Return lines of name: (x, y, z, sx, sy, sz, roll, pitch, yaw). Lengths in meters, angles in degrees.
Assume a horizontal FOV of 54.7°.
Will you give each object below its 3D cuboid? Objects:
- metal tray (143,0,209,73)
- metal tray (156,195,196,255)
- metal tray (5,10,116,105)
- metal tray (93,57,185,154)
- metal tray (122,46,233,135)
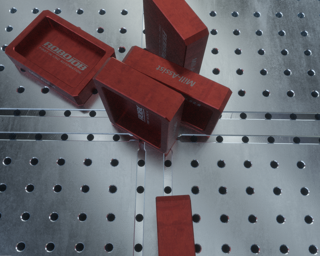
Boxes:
metal tray: (0.016, -0.109, 0.396, 0.030, 0.130, 0.090, -31, 73, -11)
metal tray: (0.013, 0.121, 0.312, 0.030, 0.130, 0.090, -3, 70, -1)
metal tray: (-0.140, -0.103, 0.444, 0.130, 0.030, 0.090, 32, 73, 10)
metal tray: (-0.022, -0.019, 0.363, 0.090, 0.130, 0.030, 30, 73, 10)
metal tray: (0.018, -0.044, 0.393, 0.130, 0.090, 0.030, 26, 72, 9)
